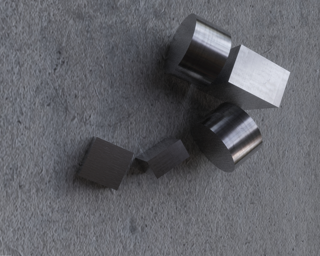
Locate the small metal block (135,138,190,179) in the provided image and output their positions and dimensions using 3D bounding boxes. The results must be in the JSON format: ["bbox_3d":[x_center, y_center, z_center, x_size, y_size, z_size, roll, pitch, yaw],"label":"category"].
[{"bbox_3d":[0.002,0.037,0.398,0.050,0.050,0.025,-33,101,-17],"label":"small metal block"}]

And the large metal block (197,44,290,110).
[{"bbox_3d":[0.111,-0.064,0.422,0.080,0.080,0.050,23,83,-19],"label":"large metal block"}]

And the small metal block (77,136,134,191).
[{"bbox_3d":[-0.068,0.043,0.385,0.050,0.025,0.050,26,81,-19],"label":"small metal block"}]

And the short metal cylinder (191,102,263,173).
[{"bbox_3d":[0.088,0.012,0.414,0.050,0.080,0.080,-36,102,-17],"label":"short metal cylinder"}]

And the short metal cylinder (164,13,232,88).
[{"bbox_3d":[0.046,-0.098,0.398,0.050,0.080,0.080,20,83,-19],"label":"short metal cylinder"}]
